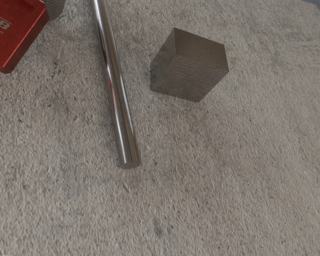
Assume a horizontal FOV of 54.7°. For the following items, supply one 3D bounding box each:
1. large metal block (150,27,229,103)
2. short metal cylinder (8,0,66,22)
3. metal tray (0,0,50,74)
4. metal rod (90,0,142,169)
[{"bbox_3d":[0.039,-0.086,0.444,0.081,0.080,0.050,12,57,-22],"label":"large metal block"},{"bbox_3d":[-0.159,-0.184,0.396,0.081,0.080,0.050,15,55,-20],"label":"short metal cylinder"},{"bbox_3d":[-0.206,-0.132,0.344,0.130,0.030,0.090,32,81,-8],"label":"metal tray"},{"bbox_3d":[-0.067,-0.088,0.422,0.025,0.025,0.299,0,62,-29],"label":"metal rod"}]
